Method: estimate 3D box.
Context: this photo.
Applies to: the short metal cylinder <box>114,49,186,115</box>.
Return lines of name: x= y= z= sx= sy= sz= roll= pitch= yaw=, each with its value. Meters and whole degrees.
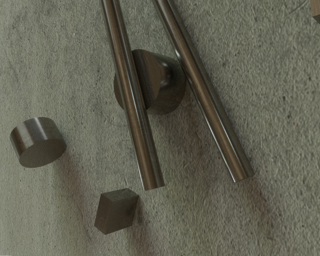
short metal cylinder: x=-0.014 y=-0.057 z=0.400 sx=0.080 sy=0.050 sz=0.079 roll=0 pitch=90 yaw=40

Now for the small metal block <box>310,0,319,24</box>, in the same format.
small metal block: x=0.161 y=-0.127 z=0.272 sx=0.050 sy=0.025 sz=0.050 roll=-9 pitch=84 yaw=39

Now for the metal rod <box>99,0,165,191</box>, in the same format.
metal rod: x=-0.042 y=-0.074 z=0.374 sx=0.025 sy=0.025 sz=0.299 roll=-23 pitch=75 yaw=37

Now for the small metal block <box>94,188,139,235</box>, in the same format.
small metal block: x=-0.061 y=0.117 z=0.439 sx=0.025 sy=0.050 sz=0.050 roll=23 pitch=105 yaw=38

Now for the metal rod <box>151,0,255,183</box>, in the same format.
metal rod: x=0.037 y=-0.079 z=0.374 sx=0.025 sy=0.025 sz=0.299 roll=-34 pitch=69 yaw=35

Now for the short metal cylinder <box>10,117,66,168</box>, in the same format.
short metal cylinder: x=-0.214 y=0.026 z=0.546 sx=0.080 sy=0.081 sz=0.050 roll=-50 pitch=61 yaw=28
